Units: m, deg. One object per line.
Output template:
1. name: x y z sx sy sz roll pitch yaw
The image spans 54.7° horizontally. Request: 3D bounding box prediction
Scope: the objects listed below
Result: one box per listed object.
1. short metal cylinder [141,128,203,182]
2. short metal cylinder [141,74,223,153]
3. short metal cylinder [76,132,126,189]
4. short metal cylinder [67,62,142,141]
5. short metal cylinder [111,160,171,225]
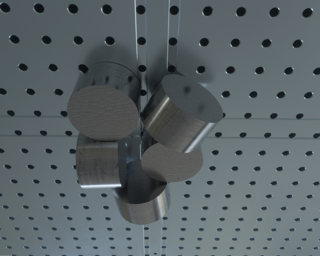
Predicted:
1. short metal cylinder: 0.016 0.029 0.420 0.081 0.050 0.079 -1 131 0
2. short metal cylinder: 0.025 -0.018 0.361 0.080 0.080 0.050 22 126 -18
3. short metal cylinder: -0.075 0.039 0.409 0.050 0.080 0.079 -2 130 1
4. short metal cylinder: -0.064 -0.031 0.368 0.080 0.050 0.079 0 131 1
5. short metal cylinder: -0.026 0.093 0.453 0.080 0.080 0.050 -5 130 4
